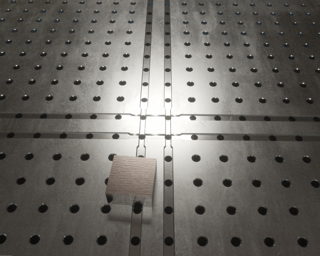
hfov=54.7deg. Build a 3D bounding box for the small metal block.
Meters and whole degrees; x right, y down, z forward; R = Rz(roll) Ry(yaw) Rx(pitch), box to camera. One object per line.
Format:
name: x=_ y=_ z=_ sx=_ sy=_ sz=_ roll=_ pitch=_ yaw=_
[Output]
small metal block: x=-0.031 y=0.061 z=0.356 sx=0.050 sy=0.025 sz=0.050 roll=5 pitch=50 yaw=3
